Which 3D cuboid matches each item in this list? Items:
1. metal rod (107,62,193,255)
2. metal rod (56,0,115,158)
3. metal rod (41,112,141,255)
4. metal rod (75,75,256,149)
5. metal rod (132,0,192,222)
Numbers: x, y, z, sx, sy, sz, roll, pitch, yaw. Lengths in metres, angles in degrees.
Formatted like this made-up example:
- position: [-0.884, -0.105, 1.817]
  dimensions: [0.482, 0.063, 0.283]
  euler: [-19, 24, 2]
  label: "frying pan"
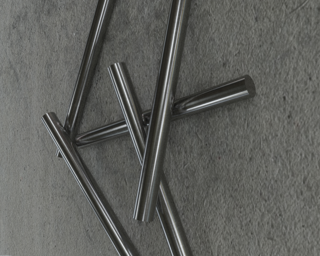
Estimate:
- position: [-0.007, 0.059, 0.388]
  dimensions: [0.025, 0.025, 0.299]
  euler: [-25, 81, 37]
  label: "metal rod"
- position: [-0.122, -0.087, 0.505]
  dimensions: [0.025, 0.025, 0.298]
  euler: [32, 110, 35]
  label: "metal rod"
- position: [-0.104, 0.095, 0.472]
  dimensions: [0.025, 0.025, 0.299]
  euler: [-48, 68, 29]
  label: "metal rod"
- position: [-0.017, -0.011, 0.419]
  dimensions: [0.299, 0.025, 0.025]
  euler: [-16, 80, 38]
  label: "metal rod"
- position: [0.006, -0.042, 0.369]
  dimensions: [0.025, 0.025, 0.298]
  euler: [7, 85, 40]
  label: "metal rod"
